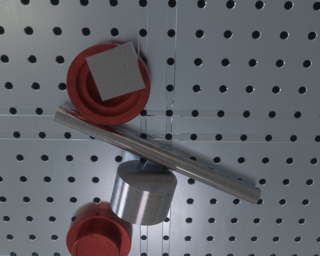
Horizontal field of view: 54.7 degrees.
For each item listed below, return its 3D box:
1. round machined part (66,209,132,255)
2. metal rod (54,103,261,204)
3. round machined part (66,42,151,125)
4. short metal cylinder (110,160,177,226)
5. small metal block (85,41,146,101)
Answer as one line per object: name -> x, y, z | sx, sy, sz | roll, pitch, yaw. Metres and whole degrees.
round machined part -> -0.093, 0.175, 0.468 | 0.099, 0.042, 0.097 | 0, 110, 0
metal rod -> 0.003, 0.039, 0.427 | 0.301, 0.025, 0.025 | 24, 108, -9
round machined part -> -0.061, -0.056, 0.383 | 0.099, 0.042, 0.097 | 0, 110, 0
short metal cylinder -> -0.022, 0.084, 0.415 | 0.081, 0.080, 0.050 | 13, 110, -5
small metal block -> -0.047, -0.063, 0.345 | 0.050, 0.025, 0.050 | -17, 109, 6
